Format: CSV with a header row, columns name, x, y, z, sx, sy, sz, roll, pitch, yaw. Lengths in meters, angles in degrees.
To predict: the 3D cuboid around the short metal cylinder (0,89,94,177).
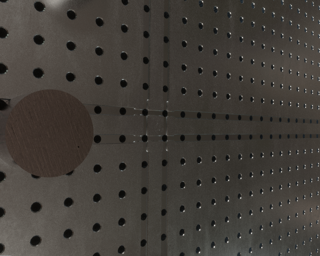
name,x,y,z,sx,sy,sz,roll,pitch,yaw
short metal cylinder,-0.113,0.005,0.299,0.081,0.050,0.079,0,90,-40
